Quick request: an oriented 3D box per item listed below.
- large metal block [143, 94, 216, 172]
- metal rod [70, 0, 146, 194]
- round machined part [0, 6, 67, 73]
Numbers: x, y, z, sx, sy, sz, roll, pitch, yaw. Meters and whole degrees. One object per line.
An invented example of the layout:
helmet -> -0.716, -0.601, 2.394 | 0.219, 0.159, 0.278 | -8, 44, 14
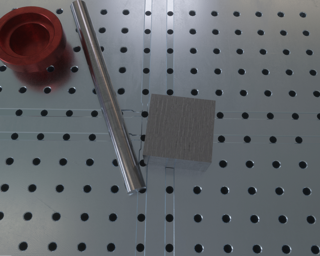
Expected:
large metal block -> 0.025, 0.007, 0.396 | 0.080, 0.050, 0.080 | 7, 70, 2
metal rod -> -0.078, -0.056, 0.431 | 0.025, 0.025, 0.299 | -18, 71, -7
round machined part -> -0.184, -0.122, 0.446 | 0.099, 0.042, 0.098 | 0, 70, 0
